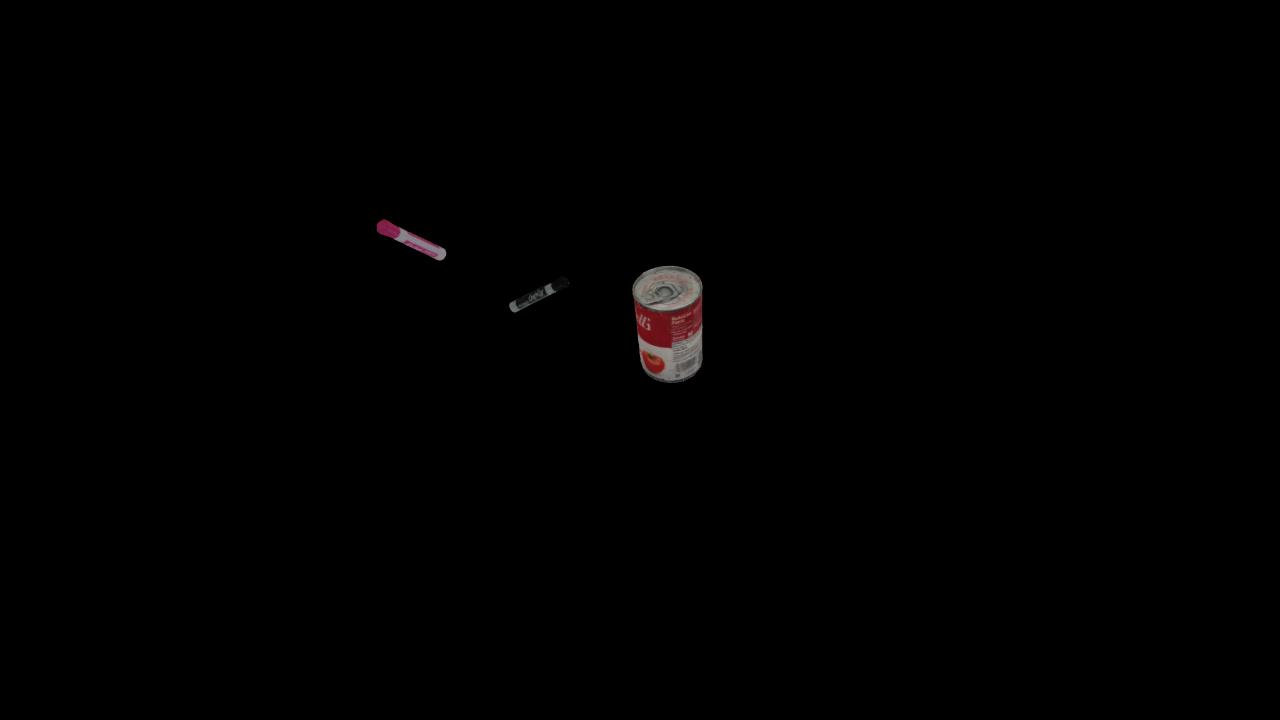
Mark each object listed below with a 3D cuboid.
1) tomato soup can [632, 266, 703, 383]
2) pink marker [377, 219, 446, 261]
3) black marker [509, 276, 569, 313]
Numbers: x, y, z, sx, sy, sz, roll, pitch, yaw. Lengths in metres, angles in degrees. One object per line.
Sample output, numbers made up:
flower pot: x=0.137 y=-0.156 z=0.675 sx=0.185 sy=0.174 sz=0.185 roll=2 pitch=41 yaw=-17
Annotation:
tomato soup can: x=0.030 y=-0.034 z=0.617 sx=0.068 sy=0.068 sz=0.101 roll=0 pitch=-44 yaw=7
pink marker: x=-0.299 y=-0.157 z=0.808 sx=0.020 sy=0.020 sz=0.121 roll=0 pitch=-8 yaw=19
black marker: x=-0.165 y=-0.108 z=1.007 sx=0.121 sy=0.020 sz=0.020 roll=-21 pitch=-11 yaw=28
